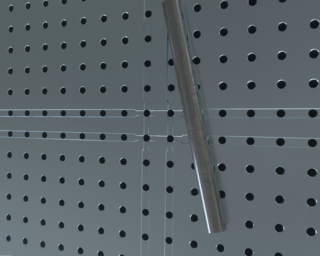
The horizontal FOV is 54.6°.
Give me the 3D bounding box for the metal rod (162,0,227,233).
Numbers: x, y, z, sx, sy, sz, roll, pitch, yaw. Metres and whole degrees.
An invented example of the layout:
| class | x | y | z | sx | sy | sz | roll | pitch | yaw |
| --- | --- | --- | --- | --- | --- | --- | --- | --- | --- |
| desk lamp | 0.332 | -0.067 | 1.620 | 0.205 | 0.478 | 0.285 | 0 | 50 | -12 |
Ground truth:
| class | x | y | z | sx | sy | sz | roll | pitch | yaw |
| --- | --- | --- | --- | --- | --- | --- | --- | --- | --- |
| metal rod | 0.043 | -0.019 | 0.397 | 0.025 | 0.025 | 0.299 | -12 | 86 | 19 |
